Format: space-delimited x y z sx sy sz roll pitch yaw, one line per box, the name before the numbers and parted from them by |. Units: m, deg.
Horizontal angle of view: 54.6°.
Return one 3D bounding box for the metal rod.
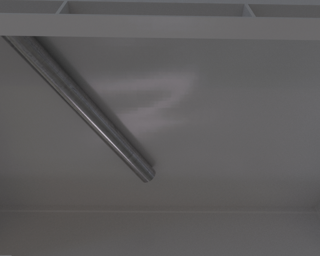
metal rod | -0.094 -0.026 0.386 0.025 0.025 0.300 -24 126 19
